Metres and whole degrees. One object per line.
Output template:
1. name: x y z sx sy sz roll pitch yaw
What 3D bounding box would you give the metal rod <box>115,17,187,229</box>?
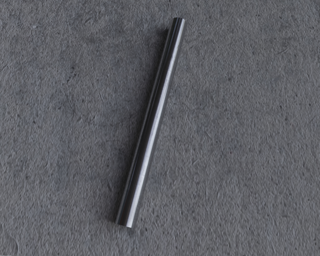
1. metal rod: -0.006 -0.021 0.415 0.025 0.025 0.299 13 70 5
